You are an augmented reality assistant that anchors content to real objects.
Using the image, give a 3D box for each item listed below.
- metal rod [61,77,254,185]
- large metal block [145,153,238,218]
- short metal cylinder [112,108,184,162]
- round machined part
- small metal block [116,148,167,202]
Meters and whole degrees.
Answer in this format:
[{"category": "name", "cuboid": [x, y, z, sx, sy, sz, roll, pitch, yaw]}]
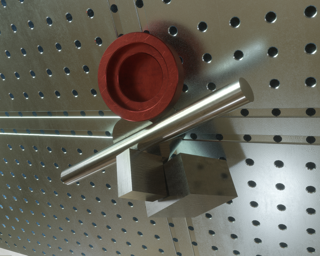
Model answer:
[{"category": "metal rod", "cuboid": [-0.029, 0.019, 0.371, 0.299, 0.025, 0.025, -27, 104, 37]}, {"category": "large metal block", "cuboid": [0.036, 0.076, 0.393, 0.081, 0.050, 0.080, 13, 142, -37]}, {"category": "short metal cylinder", "cuboid": [-0.014, 0.009, 0.406, 0.080, 0.050, 0.079, 13, 124, 20]}, {"category": "round machined part", "cuboid": [-0.019, -0.058, 0.358, 0.098, 0.042, 0.097, 3, 97, 22]}, {"category": "small metal block", "cuboid": [-0.022, 0.056, 0.361, 0.050, 0.050, 0.025, 19, 142, -39]}]
